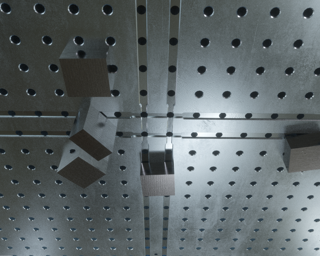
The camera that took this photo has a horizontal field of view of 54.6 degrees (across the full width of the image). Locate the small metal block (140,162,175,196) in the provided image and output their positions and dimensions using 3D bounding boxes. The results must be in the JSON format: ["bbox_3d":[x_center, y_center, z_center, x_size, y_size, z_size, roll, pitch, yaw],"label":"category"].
[{"bbox_3d":[-0.003,0.079,0.479,0.050,0.025,0.050,-2,130,2],"label":"small metal block"}]

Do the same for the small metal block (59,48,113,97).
[{"bbox_3d":[-0.083,-0.063,0.357,0.050,0.025,0.050,0,130,0],"label":"small metal block"}]

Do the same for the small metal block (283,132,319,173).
[{"bbox_3d":[0.207,0.036,0.443,0.050,0.025,0.050,-8,130,7],"label":"small metal block"}]

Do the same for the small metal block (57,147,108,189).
[{"bbox_3d":[-0.114,0.058,0.460,0.050,0.025,0.050,-35,122,26],"label":"small metal block"}]

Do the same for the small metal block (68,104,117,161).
[{"bbox_3d":[-0.085,0.006,0.399,0.025,0.050,0.050,-31,124,23],"label":"small metal block"}]
